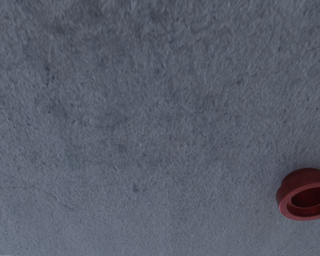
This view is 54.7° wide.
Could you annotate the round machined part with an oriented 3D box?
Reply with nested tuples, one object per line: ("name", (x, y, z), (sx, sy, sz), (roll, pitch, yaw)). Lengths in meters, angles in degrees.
("round machined part", (0.231, 0.100, 0.485), (0.099, 0.042, 0.097), (-1, 130, 0))
